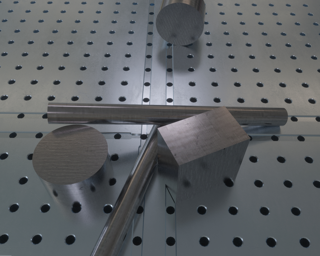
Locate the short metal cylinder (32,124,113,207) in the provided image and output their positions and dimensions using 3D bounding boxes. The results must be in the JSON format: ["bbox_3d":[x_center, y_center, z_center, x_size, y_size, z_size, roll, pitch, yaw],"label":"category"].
[{"bbox_3d":[-0.097,0.042,0.355,0.081,0.050,0.080,0,50,0],"label":"short metal cylinder"}]

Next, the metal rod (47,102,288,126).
[{"bbox_3d":[0.019,-0.016,0.390,0.302,0.025,0.025,0,50,-12],"label":"metal rod"}]

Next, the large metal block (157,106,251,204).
[{"bbox_3d":[0.044,0.031,0.346,0.081,0.080,0.050,-19,53,-15],"label":"large metal block"}]

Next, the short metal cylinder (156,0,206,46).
[{"bbox_3d":[0.037,-0.190,0.532,0.080,0.080,0.050,7,51,5],"label":"short metal cylinder"}]

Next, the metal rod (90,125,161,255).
[{"bbox_3d":[-0.037,0.087,0.333,0.025,0.025,0.301,15,52,12],"label":"metal rod"}]
